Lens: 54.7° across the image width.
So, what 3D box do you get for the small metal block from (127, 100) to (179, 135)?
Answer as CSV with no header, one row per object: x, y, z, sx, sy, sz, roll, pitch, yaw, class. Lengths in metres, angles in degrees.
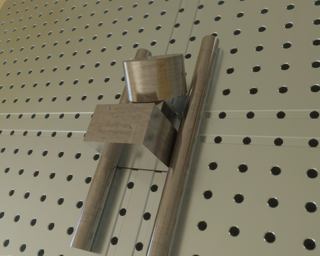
-0.010,-0.013,0.405,0.050,0.050,0.025,2,63,28,small metal block

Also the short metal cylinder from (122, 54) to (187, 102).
-0.006,-0.068,0.410,0.080,0.050,0.080,-7,16,2,short metal cylinder

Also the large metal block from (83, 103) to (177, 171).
-0.031,0.013,0.378,0.080,0.080,0.050,1,62,28,large metal block

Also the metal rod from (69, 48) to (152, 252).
-0.060,0.013,0.432,0.025,0.025,0.300,1,62,28,metal rod

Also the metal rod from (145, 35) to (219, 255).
0.035,0.006,0.386,0.025,0.025,0.300,2,62,29,metal rod
